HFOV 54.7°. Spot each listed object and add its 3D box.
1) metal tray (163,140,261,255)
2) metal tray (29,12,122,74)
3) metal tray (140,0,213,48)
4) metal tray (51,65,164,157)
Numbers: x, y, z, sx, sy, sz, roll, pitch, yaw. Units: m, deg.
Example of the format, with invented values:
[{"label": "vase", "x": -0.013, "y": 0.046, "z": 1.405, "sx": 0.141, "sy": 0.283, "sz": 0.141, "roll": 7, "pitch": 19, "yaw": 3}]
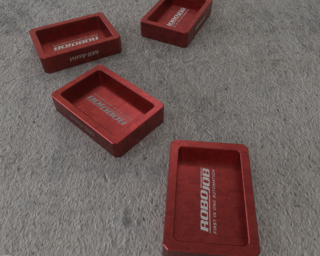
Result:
[{"label": "metal tray", "x": 0.053, "y": 0.075, "z": 0.336, "sx": 0.091, "sy": 0.030, "sz": 0.130, "roll": 4, "pitch": 50, "yaw": 3}, {"label": "metal tray", "x": -0.142, "y": -0.146, "z": 0.521, "sx": 0.131, "sy": 0.030, "sz": 0.090, "roll": -21, "pitch": 53, "yaw": -17}, {"label": "metal tray", "x": 0.033, "y": -0.206, "z": 0.572, "sx": 0.090, "sy": 0.030, "sz": 0.130, "roll": 20, "pitch": 53, "yaw": 16}, {"label": "metal tray", "x": -0.071, "y": -0.028, "z": 0.422, "sx": 0.130, "sy": 0.030, "sz": 0.090, "roll": 35, "pitch": 58, "yaw": 25}]
